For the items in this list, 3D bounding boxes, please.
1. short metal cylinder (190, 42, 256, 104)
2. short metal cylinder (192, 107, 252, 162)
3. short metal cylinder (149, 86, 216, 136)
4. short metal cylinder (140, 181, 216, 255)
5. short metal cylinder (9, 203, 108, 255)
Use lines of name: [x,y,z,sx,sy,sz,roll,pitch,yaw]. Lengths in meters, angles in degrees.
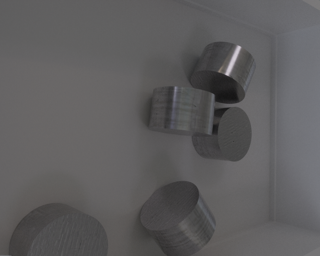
short metal cylinder: [0.091,-0.078,0.446,0.080,0.080,0.050,38,67,-34]
short metal cylinder: [0.094,0.009,0.469,0.081,0.050,0.080,0,90,-40]
short metal cylinder: [0.028,-0.019,0.394,0.081,0.080,0.050,11,83,-40]
short metal cylinder: [0.023,0.113,0.390,0.080,0.080,0.050,-45,117,-31]
short metal cylinder: [-0.100,0.119,0.307,0.081,0.050,0.080,0,90,-40]
